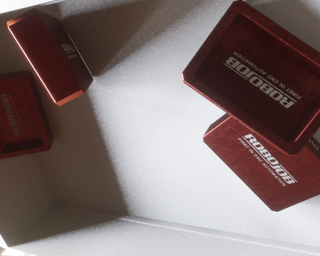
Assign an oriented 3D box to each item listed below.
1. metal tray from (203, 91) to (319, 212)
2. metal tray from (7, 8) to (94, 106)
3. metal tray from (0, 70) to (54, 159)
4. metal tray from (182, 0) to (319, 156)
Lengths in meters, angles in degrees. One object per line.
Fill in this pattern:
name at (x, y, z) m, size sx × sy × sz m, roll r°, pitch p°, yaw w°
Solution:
metal tray at (0.126, 0.029, 0.357) m, size 0.130 × 0.030 × 0.090 m, roll 45°, pitch 129°, yaw -4°
metal tray at (-0.116, -0.082, 0.356) m, size 0.030 × 0.130 × 0.090 m, roll -28°, pitch 107°, yaw 0°
metal tray at (-0.231, -0.018, 0.486) m, size 0.091 × 0.030 × 0.129 m, roll -10°, pitch 119°, yaw -6°
metal tray at (0.098, -0.046, 0.296) m, size 0.130 × 0.030 × 0.090 m, roll 36°, pitch 96°, yaw 4°
